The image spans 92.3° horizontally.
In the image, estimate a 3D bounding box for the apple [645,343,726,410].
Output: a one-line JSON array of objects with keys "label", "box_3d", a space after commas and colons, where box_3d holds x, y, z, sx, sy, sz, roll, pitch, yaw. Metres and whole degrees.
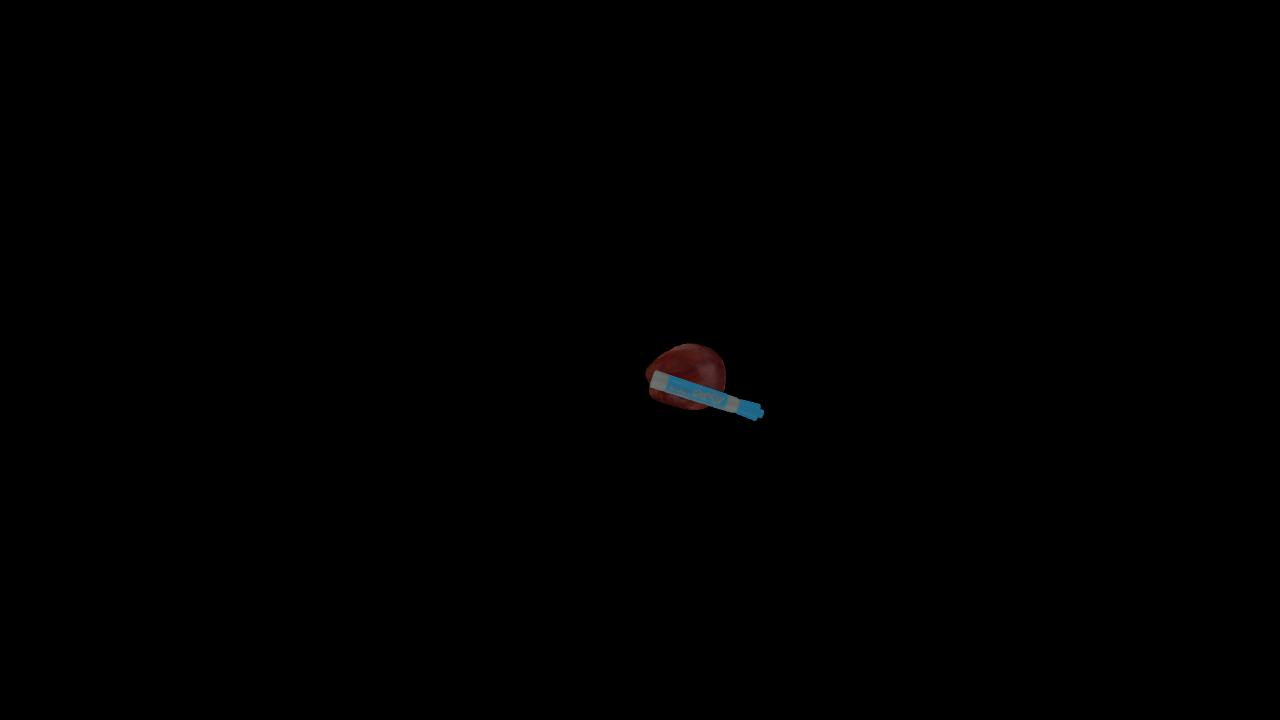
[{"label": "apple", "box_3d": [0.055, 0.021, 0.712, 0.093, 0.079, 0.079, -3, 2, -32]}]

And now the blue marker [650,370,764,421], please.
[{"label": "blue marker", "box_3d": [0.070, 0.038, 0.634, 0.121, 0.020, 0.020, 18, -1, -4]}]
